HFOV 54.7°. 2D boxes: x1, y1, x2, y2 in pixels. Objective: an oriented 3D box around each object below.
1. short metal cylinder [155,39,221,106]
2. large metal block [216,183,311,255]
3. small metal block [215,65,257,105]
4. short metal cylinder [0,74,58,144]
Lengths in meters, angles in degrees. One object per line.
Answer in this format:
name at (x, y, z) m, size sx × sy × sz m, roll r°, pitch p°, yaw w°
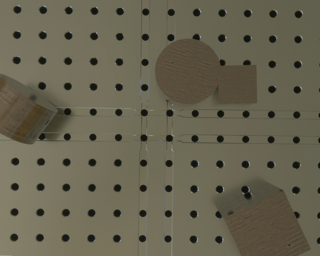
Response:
short metal cylinder at (0.034, -0.069, 0.401) m, size 0.081 × 0.050 × 0.080 m, roll 0°, pitch 90°, yaw 0°
large metal block at (0.131, 0.128, 0.402) m, size 0.080 × 0.050 × 0.080 m, roll -25°, pitch 90°, yaw 0°
small metal block at (0.101, -0.057, 0.414) m, size 0.050 × 0.025 × 0.050 m, roll -1°, pitch 90°, yaw 0°
short metal cylinder at (-0.177, -0.023, 0.384) m, size 0.080 × 0.080 × 0.050 m, roll 36°, pitch 90°, yaw 0°
